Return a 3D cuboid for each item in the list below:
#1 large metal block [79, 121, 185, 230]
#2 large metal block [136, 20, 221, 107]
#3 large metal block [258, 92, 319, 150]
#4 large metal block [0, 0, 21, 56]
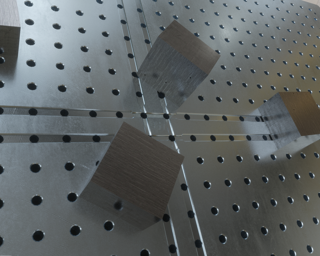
[{"bbox_3d":[-0.029,0.053,0.343,0.080,0.050,0.080,31,52,-9],"label":"large metal block"},{"bbox_3d":[0.024,-0.089,0.440,0.080,0.080,0.050,37,51,-4],"label":"large metal block"},{"bbox_3d":[0.225,-0.014,0.521,0.081,0.050,0.080,-4,64,-30],"label":"large metal block"},{"bbox_3d":[-0.212,-0.133,0.360,0.081,0.050,0.080,-4,64,-30],"label":"large metal block"}]
